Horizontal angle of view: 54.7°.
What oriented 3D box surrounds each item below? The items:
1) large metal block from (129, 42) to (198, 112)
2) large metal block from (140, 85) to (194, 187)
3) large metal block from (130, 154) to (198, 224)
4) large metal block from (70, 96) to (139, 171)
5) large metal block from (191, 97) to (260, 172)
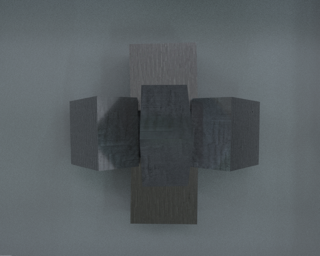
[{"bbox_3d":[0.004,-0.062,0.395,0.081,0.050,0.080,-1,90,0],"label":"large metal block"},{"bbox_3d":[0.005,0.009,0.343,0.050,0.080,0.080,-1,46,-1],"label":"large metal block"},{"bbox_3d":[0.005,0.076,0.398,0.081,0.050,0.080,1,90,0],"label":"large metal block"},{"bbox_3d":[-0.069,0.005,0.374,0.050,0.080,0.080,-2,91,-36],"label":"large metal block"},{"bbox_3d":[0.081,0.006,0.376,0.050,0.081,0.080,2,91,39],"label":"large metal block"}]
